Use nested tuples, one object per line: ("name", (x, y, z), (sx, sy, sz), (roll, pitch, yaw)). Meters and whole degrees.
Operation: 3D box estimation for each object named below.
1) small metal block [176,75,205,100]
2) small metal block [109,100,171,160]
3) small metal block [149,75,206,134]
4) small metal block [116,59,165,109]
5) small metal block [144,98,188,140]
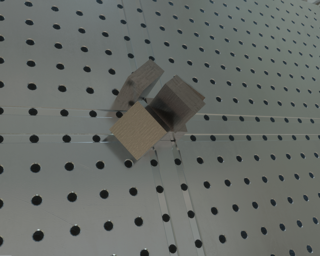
("small metal block", (0.035, -0.051, 0.440), (0.050, 0.025, 0.050), (37, 11, -4))
("small metal block", (-0.023, 0.002, 0.374), (0.050, 0.050, 0.025), (47, 14, 5))
("small metal block", (0.020, -0.029, 0.388), (0.050, 0.050, 0.025), (46, 50, 3))
("small metal block", (-0.027, -0.057, 0.412), (0.025, 0.050, 0.050), (42, 51, 0))
("small metal block", (0.004, -0.011, 0.416), (0.050, 0.025, 0.050), (1, 61, -29))
